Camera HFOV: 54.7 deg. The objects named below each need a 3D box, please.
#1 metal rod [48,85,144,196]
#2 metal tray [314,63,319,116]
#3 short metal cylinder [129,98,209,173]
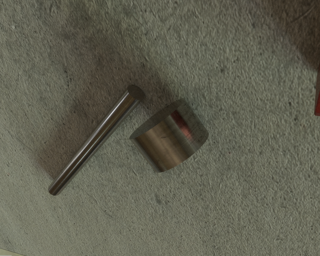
[{"bbox_3d":[-0.114,0.035,0.488,0.025,0.025,0.299,44,129,-3],"label":"metal rod"},{"bbox_3d":[0.148,-0.082,0.236,0.030,0.090,0.129,11,123,23],"label":"metal tray"},{"bbox_3d":[0.011,0.008,0.371,0.080,0.080,0.050,-29,103,37],"label":"short metal cylinder"}]
